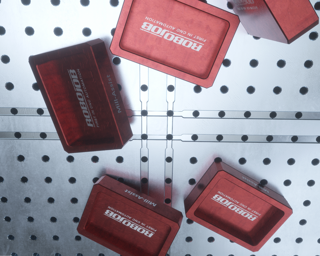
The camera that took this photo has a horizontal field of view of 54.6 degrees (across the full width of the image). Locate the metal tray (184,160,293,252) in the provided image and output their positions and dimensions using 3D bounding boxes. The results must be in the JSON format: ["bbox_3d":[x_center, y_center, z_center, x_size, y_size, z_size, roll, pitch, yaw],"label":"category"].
[{"bbox_3d":[0.113,0.116,0.454,0.130,0.030,0.090,30,107,-11],"label":"metal tray"}]

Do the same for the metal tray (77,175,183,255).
[{"bbox_3d":[-0.044,0.136,0.444,0.130,0.030,0.089,25,109,5],"label":"metal tray"}]

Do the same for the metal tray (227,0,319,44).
[{"bbox_3d":[0.096,-0.134,0.309,0.030,0.130,0.090,-36,106,12],"label":"metal tray"}]

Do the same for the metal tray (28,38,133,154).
[{"bbox_3d":[-0.095,-0.035,0.381,0.090,0.030,0.129,-7,112,23],"label":"metal tray"}]

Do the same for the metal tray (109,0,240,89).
[{"bbox_3d":[0.016,-0.111,0.369,0.131,0.030,0.089,19,109,-7],"label":"metal tray"}]
